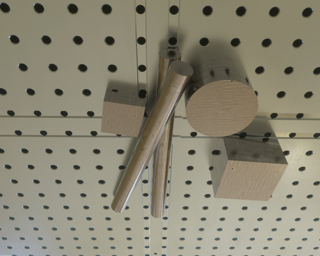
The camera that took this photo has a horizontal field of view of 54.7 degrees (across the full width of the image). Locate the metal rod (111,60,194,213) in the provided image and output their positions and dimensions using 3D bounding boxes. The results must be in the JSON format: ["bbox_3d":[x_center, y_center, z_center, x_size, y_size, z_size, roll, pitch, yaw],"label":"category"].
[{"bbox_3d":[-0.024,0.035,0.419,0.025,0.025,0.298,14,135,-12],"label":"metal rod"}]

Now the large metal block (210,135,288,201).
[{"bbox_3d":[0.124,0.059,0.446,0.081,0.050,0.079,5,130,-4],"label":"large metal block"}]

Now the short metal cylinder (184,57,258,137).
[{"bbox_3d":[0.069,-0.036,0.365,0.081,0.050,0.079,0,130,0],"label":"short metal cylinder"}]

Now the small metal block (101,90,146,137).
[{"bbox_3d":[-0.047,-0.018,0.396,0.050,0.025,0.050,8,130,-7],"label":"small metal block"}]

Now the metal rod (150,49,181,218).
[{"bbox_3d":[0.003,0.031,0.438,0.025,0.025,0.298,2,130,-2],"label":"metal rod"}]
